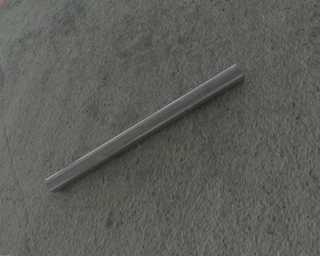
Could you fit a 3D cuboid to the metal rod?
[{"bbox_3d":[-0.025,0.004,0.417,0.300,0.025,0.025,-31,52,8],"label":"metal rod"}]
